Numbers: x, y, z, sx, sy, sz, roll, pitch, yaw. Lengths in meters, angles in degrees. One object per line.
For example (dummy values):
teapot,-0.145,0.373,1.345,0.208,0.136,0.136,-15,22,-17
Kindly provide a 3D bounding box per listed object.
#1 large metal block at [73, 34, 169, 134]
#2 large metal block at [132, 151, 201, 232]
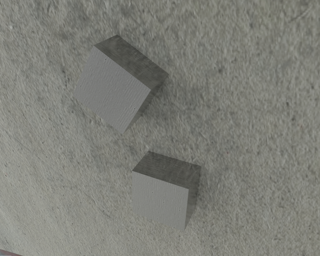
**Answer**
large metal block,-0.049,-0.053,0.382,0.080,0.050,0.080,38,129,2
large metal block,0.008,0.088,0.440,0.080,0.050,0.079,15,125,19
